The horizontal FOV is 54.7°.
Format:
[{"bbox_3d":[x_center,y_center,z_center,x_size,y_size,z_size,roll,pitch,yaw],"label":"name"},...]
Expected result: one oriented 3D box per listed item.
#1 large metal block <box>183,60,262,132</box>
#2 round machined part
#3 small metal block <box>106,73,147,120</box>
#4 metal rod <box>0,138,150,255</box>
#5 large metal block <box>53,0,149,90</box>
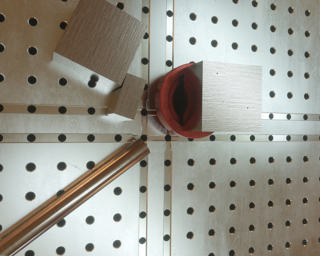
[{"bbox_3d":[0.076,-0.035,0.383,0.081,0.050,0.079,1,90,-21],"label":"large metal block"},{"bbox_3d":[0.039,-0.035,0.418,0.099,0.042,0.097,0,90,-20],"label":"round machined part"},{"bbox_3d":[-0.043,-0.037,0.383,0.025,0.050,0.050,19,84,-19],"label":"small metal block"},{"bbox_3d":[-0.137,0.108,0.362,0.301,0.025,0.025,-36,102,-16],"label":"metal rod"},{"bbox_3d":[-0.072,-0.102,0.372,0.080,0.050,0.080,26,82,-18],"label":"large metal block"}]
